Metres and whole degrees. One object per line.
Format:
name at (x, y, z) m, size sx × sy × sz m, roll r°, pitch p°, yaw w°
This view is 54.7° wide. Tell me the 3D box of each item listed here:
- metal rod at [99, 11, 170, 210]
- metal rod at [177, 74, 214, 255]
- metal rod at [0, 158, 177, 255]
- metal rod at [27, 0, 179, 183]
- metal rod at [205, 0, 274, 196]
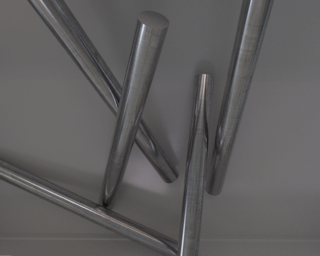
metal rod at (-0.041, 0.013, 0.345) m, size 0.025 × 0.025 × 0.298 m, roll 15°, pitch 137°, yaw -6°
metal rod at (0.040, 0.083, 0.375) m, size 0.025 × 0.025 × 0.298 m, roll 6°, pitch 84°, yaw -3°
metal rod at (-0.100, 0.113, 0.429) m, size 0.301 × 0.025 × 0.025 m, roll 25°, pitch 108°, yaw 0°
metal rod at (-0.045, -0.028, 0.340) m, size 0.025 × 0.025 × 0.299 m, roll -25°, pitch 132°, yaw 9°
metal rod at (0.079, -0.020, 0.341) m, size 0.025 × 0.025 × 0.298 m, roll 1°, pitch 135°, yaw -1°
